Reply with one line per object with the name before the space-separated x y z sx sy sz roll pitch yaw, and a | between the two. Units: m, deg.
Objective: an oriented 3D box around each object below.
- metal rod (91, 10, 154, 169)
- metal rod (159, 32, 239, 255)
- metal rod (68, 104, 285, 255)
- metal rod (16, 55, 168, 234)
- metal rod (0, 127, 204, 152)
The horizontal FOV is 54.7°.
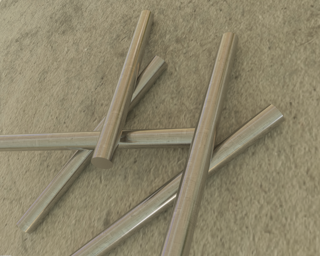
metal rod | -0.044 -0.076 0.439 0.025 0.025 0.300 -9 48 23
metal rod | 0.054 -0.002 0.349 0.025 0.025 0.300 0 53 28
metal rod | 0.011 0.074 0.351 0.300 0.025 0.025 -37 51 2
metal rod | -0.090 0.017 0.438 0.025 0.025 0.300 31 78 37
metal rod | -0.091 0.017 0.409 0.301 0.025 0.025 -2 60 16
